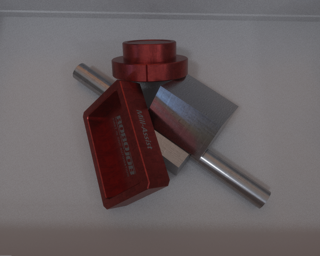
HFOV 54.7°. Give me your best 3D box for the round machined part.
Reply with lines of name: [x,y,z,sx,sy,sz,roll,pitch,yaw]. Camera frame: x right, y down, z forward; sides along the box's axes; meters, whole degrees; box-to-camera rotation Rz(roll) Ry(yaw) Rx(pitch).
round machined part: [-0.013,-0.091,0.400,0.099,0.098,0.042,-2,111,-1]

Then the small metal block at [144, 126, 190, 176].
small metal block: [0.009,0.030,0.384,0.050,0.050,0.025,36,74,12]

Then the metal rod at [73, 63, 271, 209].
metal rod: [0.007,0.004,0.407,0.300,0.025,0.025,35,74,11]

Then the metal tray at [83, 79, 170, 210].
metal tray: [-0.045,0.020,0.367,0.030,0.090,0.130,2,63,-44]

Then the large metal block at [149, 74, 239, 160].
large metal block: [0.040,-0.018,0.381,0.080,0.050,0.080,35,31,12]
